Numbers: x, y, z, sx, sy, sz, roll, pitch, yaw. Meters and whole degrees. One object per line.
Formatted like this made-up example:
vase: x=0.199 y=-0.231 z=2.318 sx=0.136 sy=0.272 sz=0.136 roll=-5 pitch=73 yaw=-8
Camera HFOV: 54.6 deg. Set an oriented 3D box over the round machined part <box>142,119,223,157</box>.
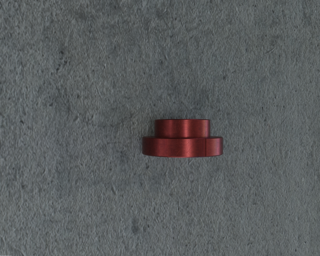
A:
round machined part: x=0.027 y=0.010 z=0.380 sx=0.099 sy=0.098 sz=0.042 roll=0 pitch=90 yaw=-20
